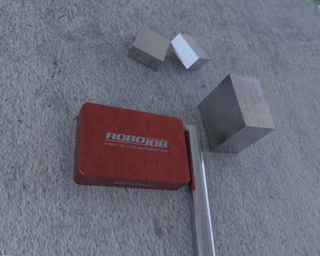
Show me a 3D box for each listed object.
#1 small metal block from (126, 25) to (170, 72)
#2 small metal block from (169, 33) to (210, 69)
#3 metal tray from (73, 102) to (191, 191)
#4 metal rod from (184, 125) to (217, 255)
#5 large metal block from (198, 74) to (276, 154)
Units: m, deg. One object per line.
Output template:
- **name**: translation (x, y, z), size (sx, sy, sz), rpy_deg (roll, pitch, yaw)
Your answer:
- **small metal block**: translation (-0.017, -0.121, 0.470), size (0.050, 0.025, 0.050), rpy_deg (25, 53, -13)
- **small metal block**: translation (0.048, -0.121, 0.494), size (0.050, 0.025, 0.050), rpy_deg (54, 29, 10)
- **metal tray**: translation (-0.032, 0.024, 0.370), size (0.131, 0.030, 0.090), rpy_deg (9, 58, -24)
- **metal rod**: translation (0.050, 0.131, 0.351), size (0.025, 0.025, 0.299), rpy_deg (11, 57, -23)
- **large metal block**: translation (0.104, -0.017, 0.437), size (0.050, 0.080, 0.080), rpy_deg (5, 60, -26)
